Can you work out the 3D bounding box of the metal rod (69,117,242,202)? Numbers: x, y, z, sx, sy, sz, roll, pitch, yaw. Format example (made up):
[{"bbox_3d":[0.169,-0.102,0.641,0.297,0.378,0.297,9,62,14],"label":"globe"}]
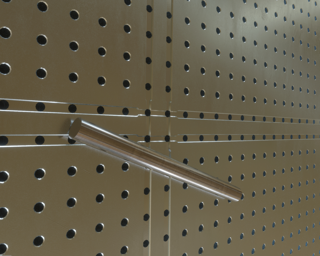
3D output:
[{"bbox_3d":[0.017,0.055,0.422,0.301,0.025,0.025,27,73,-37],"label":"metal rod"}]
